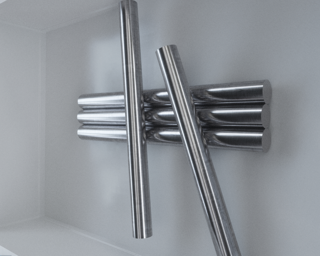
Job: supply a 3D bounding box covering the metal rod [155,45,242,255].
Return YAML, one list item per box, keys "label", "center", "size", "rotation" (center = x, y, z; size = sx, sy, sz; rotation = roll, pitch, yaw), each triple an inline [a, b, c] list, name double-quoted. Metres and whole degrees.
- label: "metal rod"
  center: [0.049, 0.054, 0.337]
  size: [0.025, 0.025, 0.298]
  rotation: [-20, 84, 38]

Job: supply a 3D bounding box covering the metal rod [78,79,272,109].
- label: "metal rod"
  center: [-0.007, -0.040, 0.409]
  size: [0.300, 0.025, 0.025]
  rotation: [1, 91, 39]

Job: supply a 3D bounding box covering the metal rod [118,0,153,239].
- label: "metal rod"
  center: [-0.032, -0.014, 0.396]
  size: [0.025, 0.025, 0.298]
  rotation: [-7, 86, 39]

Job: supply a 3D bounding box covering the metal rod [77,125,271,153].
- label: "metal rod"
  center: [-0.008, 0.010, 0.410]
  size: [0.300, 0.025, 0.025]
  rotation: [1, 91, 39]

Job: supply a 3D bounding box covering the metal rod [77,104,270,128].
- label: "metal rod"
  center: [-0.008, -0.015, 0.410]
  size: [0.300, 0.025, 0.025]
  rotation: [1, 91, 39]
